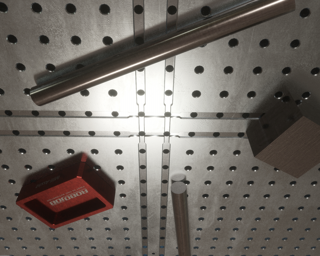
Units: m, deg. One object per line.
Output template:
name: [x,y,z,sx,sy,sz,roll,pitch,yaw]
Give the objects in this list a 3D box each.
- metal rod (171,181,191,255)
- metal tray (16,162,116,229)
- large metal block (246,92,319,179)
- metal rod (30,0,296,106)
metal rod: [0.044,0.208,0.589,0.025,0.025,0.298,-5,130,3]
metal tray: [-0.150,0.113,0.501,0.130,0.030,0.090,-23,127,18]
large metal block: [0.176,0.012,0.408,0.080,0.050,0.080,25,125,-21]
metal rod: [-0.010,-0.083,0.340,0.301,0.025,0.025,-18,128,14]
